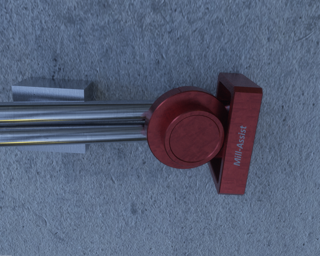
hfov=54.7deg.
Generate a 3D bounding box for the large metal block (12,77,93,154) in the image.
[{"bbox_3d":[-0.129,-0.017,0.386,0.081,0.050,0.079,3,110,-2],"label":"large metal block"}]

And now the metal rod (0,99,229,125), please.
[{"bbox_3d":[-0.065,-0.019,0.355,0.302,0.025,0.025,-2,111,-13],"label":"metal rod"}]

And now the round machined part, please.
[{"bbox_3d":[0.034,0.005,0.352,0.099,0.042,0.097,-4,113,-10],"label":"round machined part"}]

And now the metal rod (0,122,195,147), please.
[{"bbox_3d":[-0.067,0.006,0.364,0.302,0.025,0.025,-2,111,-14],"label":"metal rod"}]

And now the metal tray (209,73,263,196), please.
[{"bbox_3d":[0.087,0.004,0.379,0.030,0.090,0.129,3,110,-2],"label":"metal tray"}]
